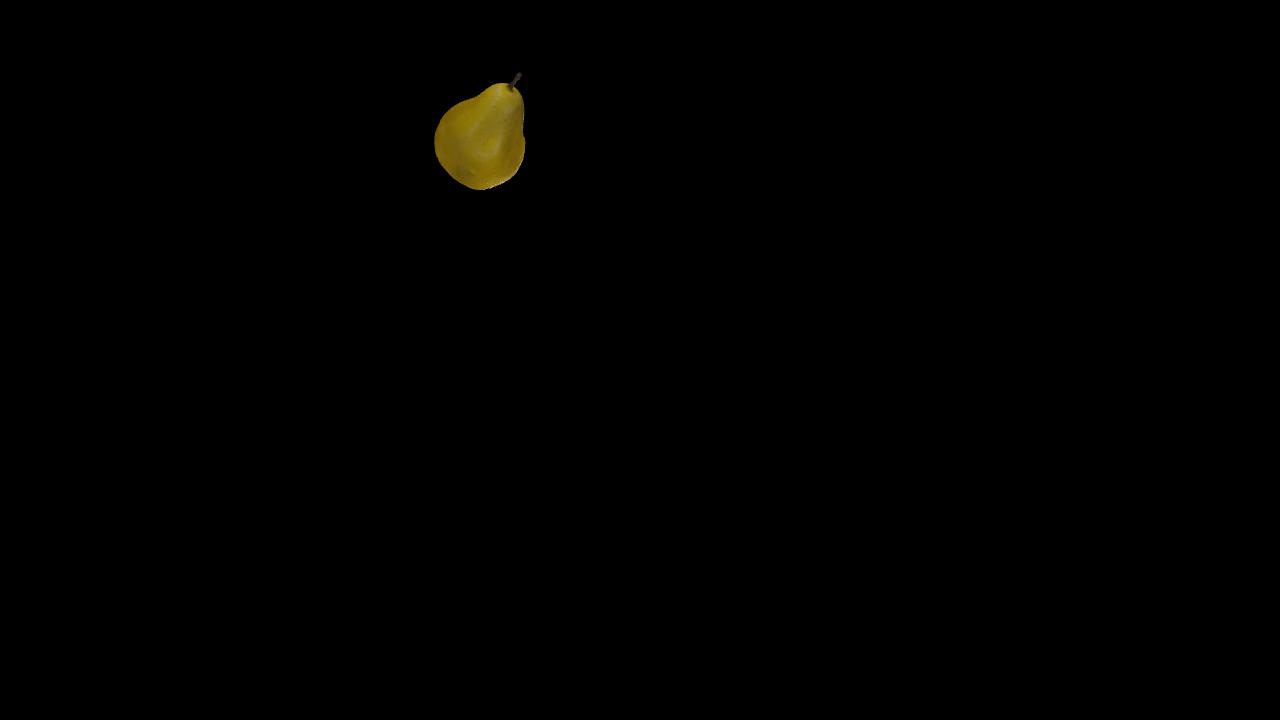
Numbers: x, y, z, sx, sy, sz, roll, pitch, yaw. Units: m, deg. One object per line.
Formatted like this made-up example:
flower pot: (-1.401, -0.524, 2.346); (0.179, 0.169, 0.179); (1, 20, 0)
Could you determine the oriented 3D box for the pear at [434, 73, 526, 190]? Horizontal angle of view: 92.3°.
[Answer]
pear: (-0.128, -0.205, 0.530); (0.080, 0.080, 0.111); (0, -39, -50)
